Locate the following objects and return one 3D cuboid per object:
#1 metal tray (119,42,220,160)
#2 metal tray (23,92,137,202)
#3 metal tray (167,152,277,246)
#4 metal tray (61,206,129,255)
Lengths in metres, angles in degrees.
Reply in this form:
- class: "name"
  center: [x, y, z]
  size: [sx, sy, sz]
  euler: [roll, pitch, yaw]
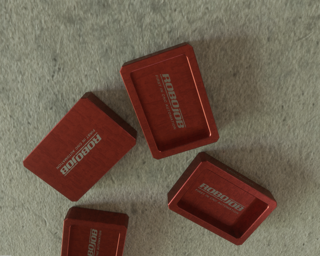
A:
- class: "metal tray"
  center: [0.014, -0.032, 0.395]
  size: [0.090, 0.030, 0.129]
  euler: [-18, 109, 6]
- class: "metal tray"
  center: [-0.106, 0.028, 0.416]
  size: [0.090, 0.030, 0.130]
  euler: [42, 104, -14]
- class: "metal tray"
  center: [0.088, 0.104, 0.446]
  size: [0.130, 0.030, 0.090]
  euler: [31, 107, -11]
- class: "metal tray"
  center: [-0.102, 0.188, 0.475]
  size: [0.091, 0.030, 0.129]
  euler: [9, 110, -4]
